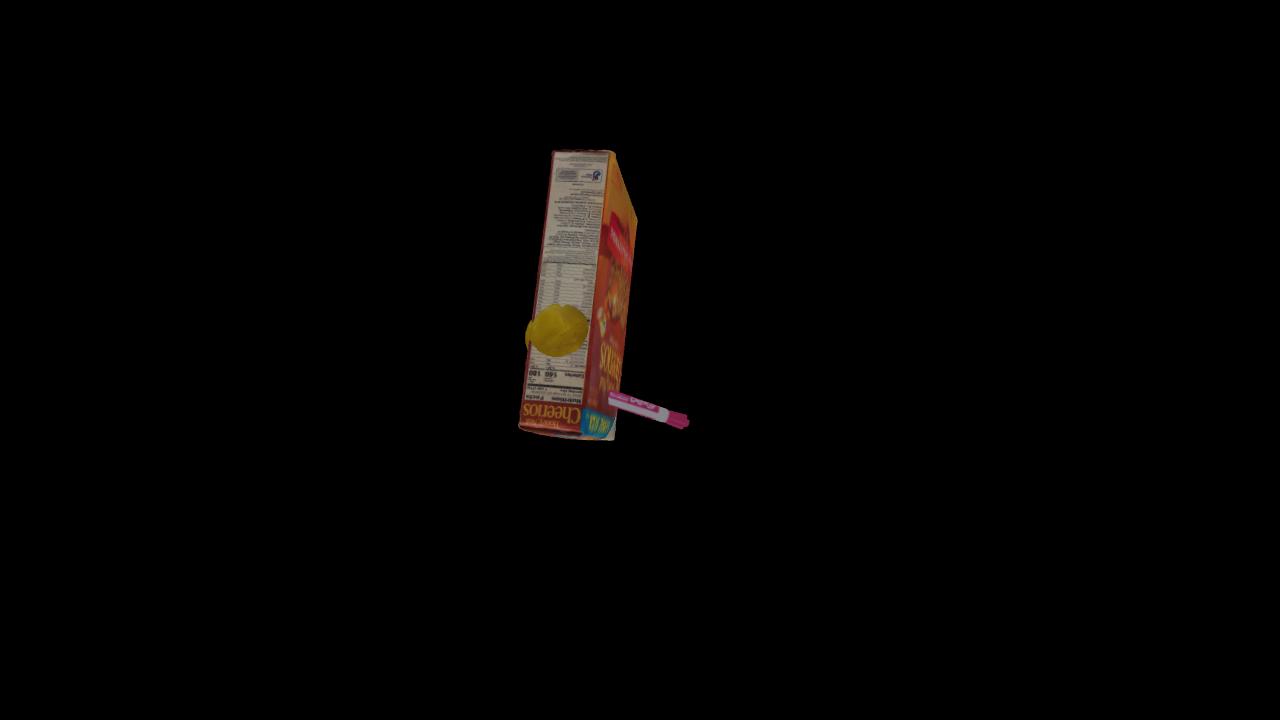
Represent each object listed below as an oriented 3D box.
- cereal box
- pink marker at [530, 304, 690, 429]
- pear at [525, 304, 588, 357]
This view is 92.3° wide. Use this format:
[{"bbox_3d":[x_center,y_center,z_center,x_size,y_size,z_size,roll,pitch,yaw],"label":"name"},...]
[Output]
[{"bbox_3d":[-0.062,-0.059,0.726,0.081,0.306,0.203,4,-9,8],"label":"cereal box"},{"bbox_3d":[0.002,0.056,0.713,0.121,0.020,0.020,20,-5,-14],"label":"pink marker"},{"bbox_3d":[-0.068,-0.007,0.645,0.080,0.111,0.080,-36,-2,-1],"label":"pear"}]
